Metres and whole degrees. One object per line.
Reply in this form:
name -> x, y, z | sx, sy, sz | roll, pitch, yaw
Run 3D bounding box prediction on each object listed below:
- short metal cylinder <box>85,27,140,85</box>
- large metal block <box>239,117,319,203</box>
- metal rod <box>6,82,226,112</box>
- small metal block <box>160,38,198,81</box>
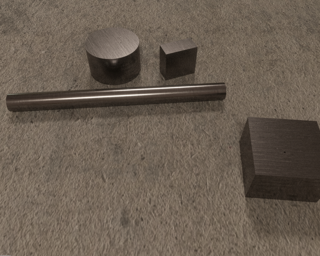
short metal cylinder -> -0.071, -0.112, 0.480 | 0.081, 0.050, 0.080 | 0, 50, 0
large metal block -> 0.141, 0.036, 0.359 | 0.080, 0.050, 0.080 | 4, 50, 3
metal rod -> -0.058, -0.044, 0.439 | 0.302, 0.025, 0.025 | -4, 50, -4
small metal block -> 0.027, -0.106, 0.476 | 0.050, 0.050, 0.025 | -17, 52, -14
